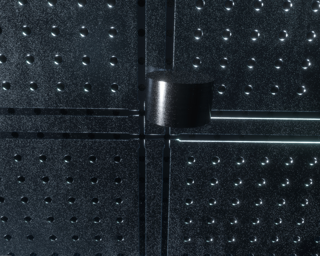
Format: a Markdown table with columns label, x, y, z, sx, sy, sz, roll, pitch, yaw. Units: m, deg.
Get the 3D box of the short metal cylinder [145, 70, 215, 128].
| label | x | y | z | sx | sy | sz | roll | pitch | yaw |
| --- | --- | --- | --- | --- | --- | --- | --- | --- | --- |
| short metal cylinder | 0.023 | -0.037 | 0.371 | 0.081 | 0.080 | 0.050 | 2 | 110 | -1 |
